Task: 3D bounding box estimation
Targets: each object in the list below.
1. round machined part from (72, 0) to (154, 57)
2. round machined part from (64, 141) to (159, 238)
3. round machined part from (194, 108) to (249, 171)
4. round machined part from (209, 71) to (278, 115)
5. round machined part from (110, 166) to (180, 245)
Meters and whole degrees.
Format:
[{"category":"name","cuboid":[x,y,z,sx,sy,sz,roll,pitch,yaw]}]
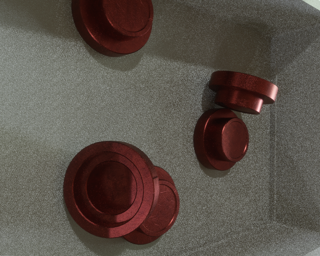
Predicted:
[{"category":"round machined part","cuboid":[-0.046,-0.134,0.356,0.099,0.042,0.097,0,90,-40]},{"category":"round machined part","cuboid":[-0.048,0.062,0.331,0.042,0.098,0.097,12,81,-77]},{"category":"round machined part","cuboid":[0.101,0.018,0.480,0.099,0.042,0.097,0,90,-40]},{"category":"round machined part","cuboid":[0.119,-0.049,0.460,0.099,0.098,0.042,17,89,-39]},{"category":"round machined part","cuboid":[-0.014,0.095,0.384,0.099,0.042,0.097,0,90,-40]}]
